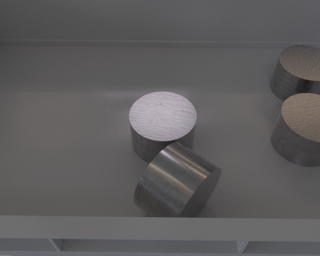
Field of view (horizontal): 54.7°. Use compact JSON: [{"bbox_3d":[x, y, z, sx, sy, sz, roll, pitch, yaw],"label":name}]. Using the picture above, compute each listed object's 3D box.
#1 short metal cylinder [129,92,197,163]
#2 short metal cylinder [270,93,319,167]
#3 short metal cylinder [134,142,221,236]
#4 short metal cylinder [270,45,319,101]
[{"bbox_3d":[0.003,0.000,0.389,0.080,0.050,0.080,0,50,0],"label":"short metal cylinder"},{"bbox_3d":[0.186,0.002,0.388,0.080,0.050,0.080,0,50,0],"label":"short metal cylinder"},{"bbox_3d":[0.019,0.061,0.318,0.050,0.080,0.080,33,57,24],"label":"short metal cylinder"},{"bbox_3d":[0.209,-0.077,0.455,0.080,0.050,0.080,0,50,0],"label":"short metal cylinder"}]
